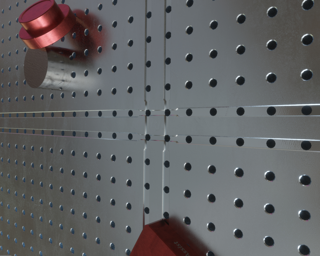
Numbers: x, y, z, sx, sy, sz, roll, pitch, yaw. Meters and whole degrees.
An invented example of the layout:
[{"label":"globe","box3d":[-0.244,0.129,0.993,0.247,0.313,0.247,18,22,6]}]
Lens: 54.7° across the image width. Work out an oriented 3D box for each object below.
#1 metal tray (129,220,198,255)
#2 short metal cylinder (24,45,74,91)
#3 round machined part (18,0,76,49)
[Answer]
[{"label":"metal tray","box3d":[0.017,0.194,0.391,0.130,0.030,0.089,38,113,33]},{"label":"short metal cylinder","box3d":[-0.199,-0.109,0.554,0.080,0.050,0.079,0,90,39]},{"label":"round machined part","box3d":[-0.197,-0.182,0.523,0.098,0.042,0.098,-13,48,15]}]
